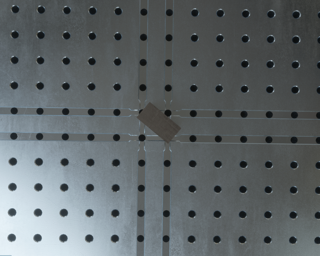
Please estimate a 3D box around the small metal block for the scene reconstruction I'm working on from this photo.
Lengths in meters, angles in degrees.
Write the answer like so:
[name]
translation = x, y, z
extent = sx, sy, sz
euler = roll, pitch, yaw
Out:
[small metal block]
translation = -0.001, -0.006, 0.401
extent = 0.050, 0.050, 0.025
euler = 40, 90, -1
